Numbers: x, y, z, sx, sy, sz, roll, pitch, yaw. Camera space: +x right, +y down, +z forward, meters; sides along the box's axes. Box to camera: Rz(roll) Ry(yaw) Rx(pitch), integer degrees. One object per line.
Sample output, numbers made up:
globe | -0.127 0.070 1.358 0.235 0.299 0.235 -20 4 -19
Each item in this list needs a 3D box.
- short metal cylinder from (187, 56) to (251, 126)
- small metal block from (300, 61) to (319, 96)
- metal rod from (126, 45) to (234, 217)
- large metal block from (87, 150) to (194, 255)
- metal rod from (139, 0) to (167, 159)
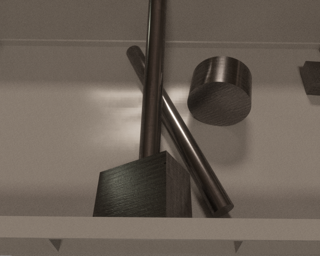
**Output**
short metal cylinder | 0.080 -0.047 0.410 0.080 0.080 0.050 9 51 7
small metal block | 0.248 -0.075 0.472 0.050 0.025 0.050 4 50 3
metal rod | 0.012 -0.018 0.420 0.025 0.025 0.300 -17 52 -14
large metal block | -0.016 0.078 0.301 0.080 0.050 0.080 -20 45 23
metal rod | -0.007 -0.097 0.406 0.025 0.025 0.299 2 75 1
